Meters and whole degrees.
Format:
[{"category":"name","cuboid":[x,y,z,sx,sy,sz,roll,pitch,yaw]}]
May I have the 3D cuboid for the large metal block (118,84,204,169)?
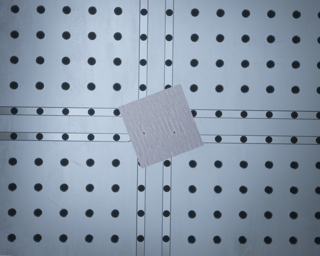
[{"category":"large metal block","cuboid":[0.001,-0.002,0.398,0.080,0.050,0.080,-21,90,-1]}]
